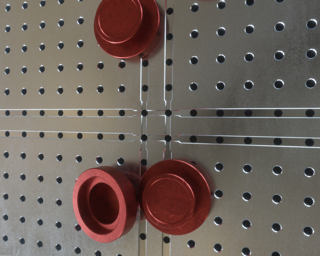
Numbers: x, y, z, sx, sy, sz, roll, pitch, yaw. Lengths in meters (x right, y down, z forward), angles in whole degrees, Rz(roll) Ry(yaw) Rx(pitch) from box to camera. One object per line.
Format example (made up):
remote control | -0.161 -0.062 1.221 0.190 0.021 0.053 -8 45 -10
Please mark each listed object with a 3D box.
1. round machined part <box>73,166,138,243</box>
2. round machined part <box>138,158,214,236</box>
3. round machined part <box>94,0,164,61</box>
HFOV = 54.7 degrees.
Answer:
round machined part | -0.069 0.099 0.418 0.098 0.042 0.097 2 94 34
round machined part | 0.016 0.089 0.397 0.098 0.042 0.097 0 90 19
round machined part | -0.047 -0.144 0.419 0.098 0.042 0.097 0 90 19
